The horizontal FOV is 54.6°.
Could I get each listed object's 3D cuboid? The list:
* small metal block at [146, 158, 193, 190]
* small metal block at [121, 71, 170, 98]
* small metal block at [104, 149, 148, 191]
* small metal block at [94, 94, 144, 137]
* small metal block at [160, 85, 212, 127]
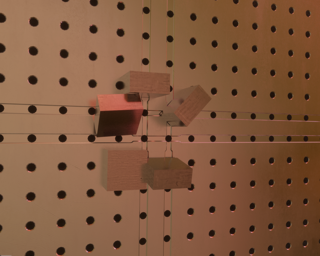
[{"bbox_3d":[0.008,0.058,0.400,0.050,0.050,0.025,1,100,-20],"label":"small metal block"},{"bbox_3d":[-0.020,-0.054,0.392,0.050,0.050,0.025,1,90,-20],"label":"small metal block"},{"bbox_3d":[-0.044,0.052,0.396,0.050,0.025,0.050,1,90,-20],"label":"small metal block"},{"bbox_3d":[-0.052,-0.015,0.378,0.050,0.050,0.025,-4,54,-20],"label":"small metal block"},{"bbox_3d":[0.033,-0.028,0.411,0.025,0.050,0.050,46,76,-15],"label":"small metal block"}]
